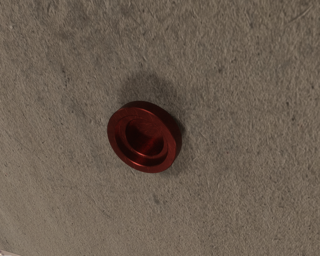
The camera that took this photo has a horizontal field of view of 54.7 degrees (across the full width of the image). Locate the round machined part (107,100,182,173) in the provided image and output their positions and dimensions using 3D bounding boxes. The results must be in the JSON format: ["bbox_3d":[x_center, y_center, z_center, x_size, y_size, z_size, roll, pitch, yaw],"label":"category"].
[{"bbox_3d":[-0.017,0.008,0.408,0.098,0.042,0.097,13,124,20],"label":"round machined part"}]
